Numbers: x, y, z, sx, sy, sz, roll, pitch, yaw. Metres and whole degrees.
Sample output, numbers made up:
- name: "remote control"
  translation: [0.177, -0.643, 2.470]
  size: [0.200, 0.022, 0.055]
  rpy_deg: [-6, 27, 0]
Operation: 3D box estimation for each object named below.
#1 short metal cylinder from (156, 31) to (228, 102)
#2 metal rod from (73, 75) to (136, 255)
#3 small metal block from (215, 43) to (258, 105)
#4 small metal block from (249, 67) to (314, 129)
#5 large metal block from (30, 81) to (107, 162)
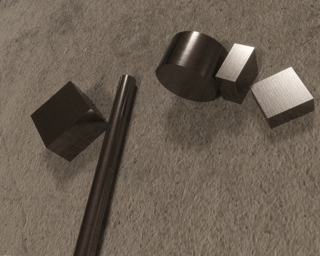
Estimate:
- name: "short metal cylinder"
  translation: [0.041, -0.076, 0.392]
  size: [0.080, 0.080, 0.050]
  rpy_deg: [13, 69, 33]
- name: "metal rod"
  translation: [-0.072, 0.058, 0.404]
  size: [0.025, 0.025, 0.299]
  rpy_deg: [-4, 60, 26]
- name: "small metal block"
  translation: [0.095, -0.065, 0.376]
  size: [0.025, 0.050, 0.050]
  rpy_deg: [23, 74, 31]
- name: "small metal block"
  translation: [0.138, -0.034, 0.352]
  size: [0.050, 0.025, 0.050]
  rpy_deg: [-25, 53, 12]
- name: "large metal block"
  translation: [-0.134, -0.011, 0.463]
  size: [0.080, 0.050, 0.080]
  rpy_deg: [-42, 51, -1]
